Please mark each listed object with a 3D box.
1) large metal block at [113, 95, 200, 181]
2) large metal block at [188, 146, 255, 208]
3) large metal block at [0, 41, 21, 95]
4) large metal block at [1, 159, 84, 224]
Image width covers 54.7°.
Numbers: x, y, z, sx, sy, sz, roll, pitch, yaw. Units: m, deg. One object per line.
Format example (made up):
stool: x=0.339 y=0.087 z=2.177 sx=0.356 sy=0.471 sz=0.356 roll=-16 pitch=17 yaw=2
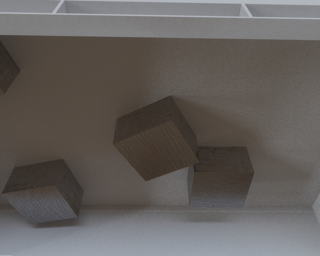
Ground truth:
large metal block: x=-0.003 y=0.016 z=0.406 sx=0.080 sy=0.050 sz=0.080 roll=-22 pitch=127 yaw=17
large metal block: x=0.085 y=0.073 z=0.457 sx=0.081 sy=0.050 sz=0.079 roll=1 pitch=130 yaw=-1
large metal block: x=-0.214 y=-0.072 z=0.328 sx=0.080 sy=0.050 sz=0.080 roll=-13 pitch=129 yaw=10
large metal block: x=-0.175 y=0.099 z=0.474 sx=0.080 sy=0.050 sz=0.080 roll=-11 pitch=130 yaw=8
